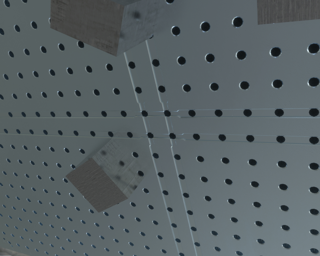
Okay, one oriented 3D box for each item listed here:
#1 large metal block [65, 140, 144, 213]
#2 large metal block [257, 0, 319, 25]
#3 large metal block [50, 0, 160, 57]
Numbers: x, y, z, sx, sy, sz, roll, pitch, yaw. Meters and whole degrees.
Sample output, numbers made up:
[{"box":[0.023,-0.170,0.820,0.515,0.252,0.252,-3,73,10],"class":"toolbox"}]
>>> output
[{"box":[-0.087,0.078,0.490,0.080,0.050,0.080,-33,100,38],"class":"large metal block"},{"box":[0.123,-0.133,0.248,0.080,0.050,0.080,3,120,26],"class":"large metal block"},{"box":[-0.056,-0.125,0.328,0.080,0.080,0.050,26,128,12],"class":"large metal block"}]
